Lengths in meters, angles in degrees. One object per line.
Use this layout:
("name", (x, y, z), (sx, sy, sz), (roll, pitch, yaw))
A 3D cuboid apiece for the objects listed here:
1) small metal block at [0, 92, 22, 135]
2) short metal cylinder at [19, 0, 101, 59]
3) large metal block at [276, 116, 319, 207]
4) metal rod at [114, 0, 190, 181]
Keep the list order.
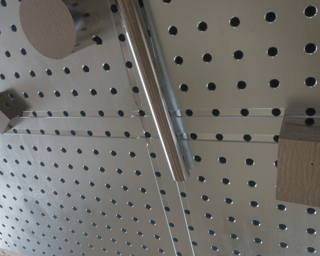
("small metal block", (-0.277, -0.025, 0.538), (0.050, 0.025, 0.050), (46, 129, -5))
("short metal cylinder", (-0.120, -0.130, 0.376), (0.080, 0.050, 0.079), (13, 124, 20))
("large metal block", (0.170, 0.037, 0.328), (0.080, 0.050, 0.079), (5, 121, 25))
("metal rod", (-0.012, -0.063, 0.377), (0.025, 0.025, 0.298), (-4, 117, 29))
